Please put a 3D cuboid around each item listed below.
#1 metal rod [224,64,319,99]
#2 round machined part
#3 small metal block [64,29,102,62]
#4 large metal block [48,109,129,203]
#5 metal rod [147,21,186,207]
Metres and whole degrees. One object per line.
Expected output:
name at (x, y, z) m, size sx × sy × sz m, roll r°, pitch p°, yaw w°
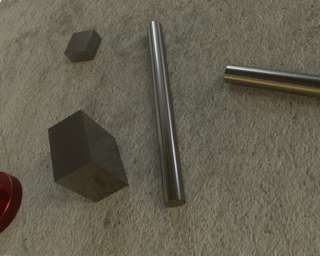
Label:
metal rod at (0.209, -0.035, 0.316) m, size 0.300 × 0.025 × 0.025 m, roll 16°, pitch 70°, yaw 34°
round machined part at (-0.258, 0.110, 0.458) m, size 0.098 × 0.042 × 0.098 m, roll -13°, pitch 56°, yaw 20°
small metal block at (-0.141, -0.150, 0.567) m, size 0.050 × 0.025 × 0.050 m, roll 1°, pitch 62°, yaw 28°
large metal block at (-0.090, 0.037, 0.391) m, size 0.050 × 0.080 × 0.080 m, roll -30°, pitch 52°, yaw 9°
metal rod at (0.004, -0.041, 0.425) m, size 0.025 × 0.025 × 0.299 m, roll -18°, pitch 55°, yaw 17°
